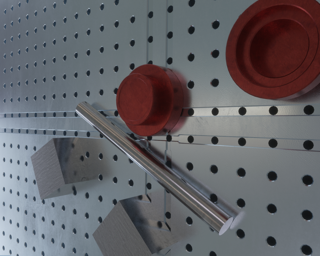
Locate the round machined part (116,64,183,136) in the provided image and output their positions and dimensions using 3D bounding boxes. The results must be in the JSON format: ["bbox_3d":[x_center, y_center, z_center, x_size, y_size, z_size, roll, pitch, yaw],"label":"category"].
[{"bbox_3d":[-0.021,-0.037,0.416,0.098,0.042,0.097,0,90,40],"label":"round machined part"}]

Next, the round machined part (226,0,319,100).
[{"bbox_3d":[0.118,-0.076,0.301,0.098,0.042,0.097,0,90,40],"label":"round machined part"}]

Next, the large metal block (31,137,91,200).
[{"bbox_3d":[-0.173,0.069,0.536,0.080,0.050,0.080,-32,70,35],"label":"large metal block"}]

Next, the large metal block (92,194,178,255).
[{"bbox_3d":[-0.037,0.151,0.424,0.080,0.050,0.080,51,120,27],"label":"large metal block"}]

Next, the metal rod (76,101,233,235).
[{"bbox_3d":[-0.027,0.039,0.431,0.300,0.025,0.025,35,112,34],"label":"metal rod"}]
